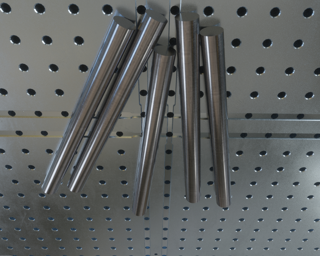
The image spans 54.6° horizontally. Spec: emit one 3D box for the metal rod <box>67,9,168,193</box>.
[{"bbox_3d":[-0.068,-0.011,0.402,0.025,0.025,0.298,20,127,-16],"label":"metal rod"}]

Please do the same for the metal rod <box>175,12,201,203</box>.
[{"bbox_3d":[0.041,0.000,0.412,0.025,0.025,0.298,-4,130,3],"label":"metal rod"}]

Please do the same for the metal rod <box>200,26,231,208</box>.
[{"bbox_3d":[0.080,0.010,0.420,0.025,0.025,0.299,-8,130,6],"label":"metal rod"}]

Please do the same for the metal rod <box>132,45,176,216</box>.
[{"bbox_3d":[-0.015,0.028,0.435,0.025,0.025,0.298,6,130,-5],"label":"metal rod"}]

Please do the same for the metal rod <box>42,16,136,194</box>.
[{"bbox_3d":[-0.105,-0.007,0.404,0.025,0.025,0.298,22,127,-17],"label":"metal rod"}]
